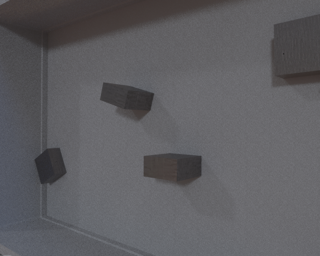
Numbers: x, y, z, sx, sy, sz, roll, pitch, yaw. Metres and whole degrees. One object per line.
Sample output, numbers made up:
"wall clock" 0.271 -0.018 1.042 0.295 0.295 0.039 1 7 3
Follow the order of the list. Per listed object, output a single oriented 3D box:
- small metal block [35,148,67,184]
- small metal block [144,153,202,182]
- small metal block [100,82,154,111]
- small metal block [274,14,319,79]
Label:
"small metal block" -0.204 0.070 0.575 0.050 0.025 0.050 -34 70 34
"small metal block" 0.016 0.046 0.378 0.050 0.050 0.025 1 91 40
"small metal block" -0.045 -0.043 0.428 0.050 0.050 0.025 21 104 38
"small metal block" 0.138 -0.076 0.293 0.050 0.025 0.050 -1 89 40
